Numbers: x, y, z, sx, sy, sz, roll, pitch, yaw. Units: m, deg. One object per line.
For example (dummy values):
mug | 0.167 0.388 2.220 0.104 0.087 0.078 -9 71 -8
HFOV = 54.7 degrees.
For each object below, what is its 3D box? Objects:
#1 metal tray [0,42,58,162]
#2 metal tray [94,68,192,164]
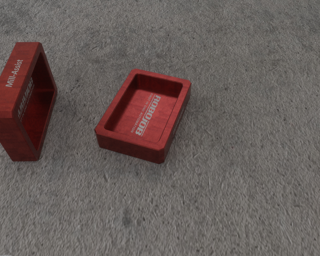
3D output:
metal tray | -0.166 -0.034 0.388 0.030 0.090 0.130 -1 50 -1
metal tray | -0.018 -0.021 0.417 0.090 0.030 0.130 15 51 12
